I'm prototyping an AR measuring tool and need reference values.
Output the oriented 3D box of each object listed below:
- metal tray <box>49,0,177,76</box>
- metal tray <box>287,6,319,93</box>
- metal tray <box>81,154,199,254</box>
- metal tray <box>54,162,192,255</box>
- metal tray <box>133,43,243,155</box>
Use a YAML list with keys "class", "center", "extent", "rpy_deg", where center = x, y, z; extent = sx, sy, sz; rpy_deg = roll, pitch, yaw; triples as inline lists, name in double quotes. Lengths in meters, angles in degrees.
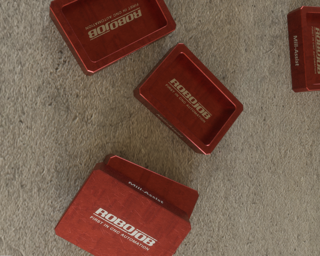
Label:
- class: "metal tray"
  center: [-0.056, -0.134, 0.385]
  extent: [0.131, 0.030, 0.090]
  rpy_deg: [-32, 101, -17]
- class: "metal tray"
  center: [0.256, -0.125, 0.500]
  extent: [0.091, 0.030, 0.129]
  rpy_deg: [-6, 92, -20]
- class: "metal tray"
  center: [-0.025, 0.098, 0.397]
  extent: [0.131, 0.030, 0.090]
  rpy_deg: [26, 81, -18]
- class: "metal tray"
  center: [-0.041, 0.111, 0.362]
  extent: [0.130, 0.030, 0.090]
  rpy_deg: [33, 96, -9]
- class: "metal tray"
  center: [0.041, -0.037, 0.421]
  extent: [0.130, 0.030, 0.090]
  rpy_deg: [42, 77, -15]
